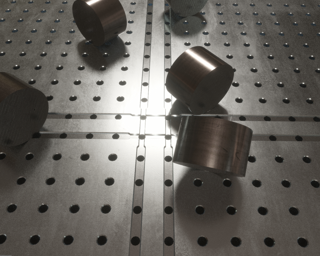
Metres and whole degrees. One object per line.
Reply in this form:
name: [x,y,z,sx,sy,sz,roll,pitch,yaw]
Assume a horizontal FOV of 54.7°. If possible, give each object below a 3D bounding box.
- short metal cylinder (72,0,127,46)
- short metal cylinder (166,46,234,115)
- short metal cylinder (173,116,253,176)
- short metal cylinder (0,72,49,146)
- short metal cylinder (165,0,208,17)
short metal cylinder: [-0.103,-0.188,0.528,0.080,0.080,0.050,35,58,25]
short metal cylinder: [0.055,-0.065,0.427,0.081,0.080,0.050,-31,57,-24]
short metal cylinder: [0.058,0.022,0.345,0.080,0.080,0.050,11,81,9]
short metal cylinder: [-0.190,-0.024,0.389,0.050,0.080,0.080,29,56,22]
short metal cylinder: [0.048,-0.263,0.593,0.081,0.080,0.050,-16,52,-14]
